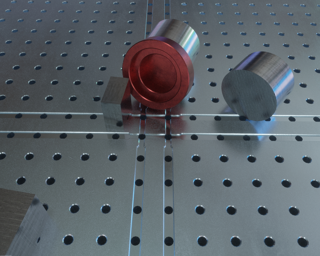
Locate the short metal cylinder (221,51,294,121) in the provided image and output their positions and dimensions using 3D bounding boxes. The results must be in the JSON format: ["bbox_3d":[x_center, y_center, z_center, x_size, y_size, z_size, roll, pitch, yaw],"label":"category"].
[{"bbox_3d":[0.132,-0.056,0.421,0.080,0.080,0.050,33,57,24],"label":"short metal cylinder"}]

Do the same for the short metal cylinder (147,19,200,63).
[{"bbox_3d":[0.015,-0.116,0.470,0.080,0.080,0.050,17,52,13],"label":"short metal cylinder"}]

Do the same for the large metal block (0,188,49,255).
[{"bbox_3d":[-0.169,0.105,0.301,0.080,0.050,0.080,8,51,6],"label":"large metal block"}]

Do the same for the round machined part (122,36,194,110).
[{"bbox_3d":[0.001,-0.078,0.430,0.098,0.097,0.042,20,34,15],"label":"round machined part"}]

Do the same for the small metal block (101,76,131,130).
[{"bbox_3d":[-0.058,-0.033,0.419,0.025,0.050,0.050,7,50,5],"label":"small metal block"}]
